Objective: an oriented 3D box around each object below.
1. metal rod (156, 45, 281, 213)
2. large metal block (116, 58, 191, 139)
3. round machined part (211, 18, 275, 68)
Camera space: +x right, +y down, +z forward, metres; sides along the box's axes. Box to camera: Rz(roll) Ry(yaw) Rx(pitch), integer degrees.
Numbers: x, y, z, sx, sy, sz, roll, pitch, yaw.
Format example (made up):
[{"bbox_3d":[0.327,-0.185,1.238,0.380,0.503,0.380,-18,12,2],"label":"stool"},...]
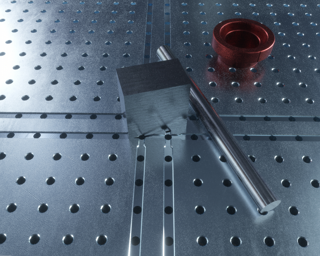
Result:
[{"bbox_3d":[0.063,-0.021,0.425,0.025,0.025,0.300,-17,52,-14],"label":"metal rod"},{"bbox_3d":[-0.009,-0.037,0.403,0.081,0.080,0.050,-12,51,-10],"label":"large metal block"},{"bbox_3d":[0.135,-0.137,0.514,0.099,0.042,0.098,0,50,0],"label":"round machined part"}]
